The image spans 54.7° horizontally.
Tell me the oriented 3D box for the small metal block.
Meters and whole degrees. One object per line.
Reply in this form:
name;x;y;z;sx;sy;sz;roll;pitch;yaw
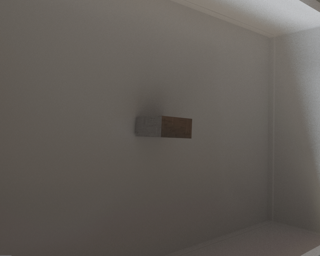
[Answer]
small metal block;0.005;-0.001;0.392;0.050;0.050;0.025;4;87;-40
